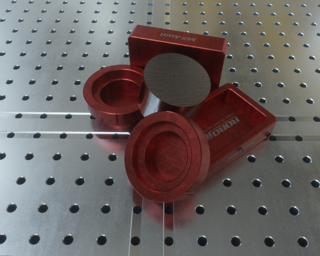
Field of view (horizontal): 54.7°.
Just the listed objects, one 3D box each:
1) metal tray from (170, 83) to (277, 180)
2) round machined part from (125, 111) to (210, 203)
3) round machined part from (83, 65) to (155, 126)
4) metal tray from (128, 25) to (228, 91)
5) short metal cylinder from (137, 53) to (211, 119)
[{"bbox_3d":[0.073,0.000,0.404,0.131,0.030,0.090,-30,56,-23],"label":"metal tray"},{"bbox_3d":[0.011,0.033,0.347,0.098,0.042,0.097,-6,79,32],"label":"round machined part"},{"bbox_3d":[-0.053,-0.041,0.431,0.099,0.042,0.098,0,50,0],"label":"round machined part"},{"bbox_3d":[0.023,-0.091,0.442,0.131,0.089,0.030,12,51,9],"label":"metal tray"},{"bbox_3d":[0.016,-0.045,0.381,0.081,0.050,0.080,7,58,-10],"label":"short metal cylinder"}]
